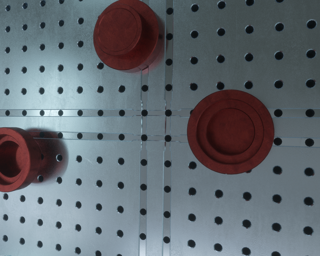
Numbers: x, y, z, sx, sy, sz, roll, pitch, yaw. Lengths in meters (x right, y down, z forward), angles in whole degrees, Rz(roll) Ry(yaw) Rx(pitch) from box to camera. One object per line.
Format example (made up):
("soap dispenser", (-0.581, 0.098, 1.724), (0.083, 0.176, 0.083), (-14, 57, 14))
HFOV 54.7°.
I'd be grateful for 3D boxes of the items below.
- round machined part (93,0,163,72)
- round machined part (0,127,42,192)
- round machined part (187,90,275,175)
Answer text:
("round machined part", (-0.048, -0.127, 0.420), (0.098, 0.042, 0.097), (0, 90, 19))
("round machined part", (-0.226, 0.047, 0.481), (0.098, 0.042, 0.097), (0, 90, 19))
("round machined part", (0.085, 0.005, 0.373), (0.098, 0.042, 0.097), (0, 90, 19))
